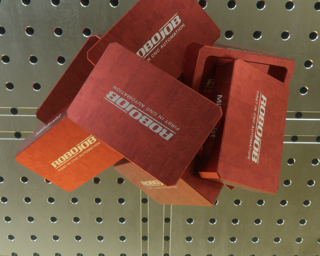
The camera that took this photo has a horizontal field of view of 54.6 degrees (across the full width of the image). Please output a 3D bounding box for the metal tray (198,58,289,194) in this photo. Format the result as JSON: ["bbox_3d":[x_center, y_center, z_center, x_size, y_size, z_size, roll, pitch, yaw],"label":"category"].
[{"bbox_3d":[0.096,0.000,0.344,0.091,0.030,0.130,19,74,-29],"label":"metal tray"}]

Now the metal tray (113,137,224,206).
[{"bbox_3d":[0.005,0.058,0.385,0.090,0.130,0.030,41,63,-15],"label":"metal tray"}]

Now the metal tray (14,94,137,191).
[{"bbox_3d":[-0.105,0.023,0.394,0.130,0.030,0.090,-33,123,23],"label":"metal tray"}]

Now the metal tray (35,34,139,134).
[{"bbox_3d":[-0.083,-0.041,0.394,0.090,0.030,0.130,37,106,-13],"label":"metal tray"}]

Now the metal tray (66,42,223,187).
[{"bbox_3d":[-0.016,-0.014,0.311,0.130,0.030,0.090,34,93,9],"label":"metal tray"}]

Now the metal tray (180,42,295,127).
[{"bbox_3d":[0.090,-0.047,0.370,0.131,0.030,0.089,2,111,-22],"label":"metal tray"}]

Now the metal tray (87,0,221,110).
[{"bbox_3d":[-0.007,-0.096,0.355,0.130,0.030,0.090,-45,107,0],"label":"metal tray"}]

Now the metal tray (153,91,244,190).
[{"bbox_3d":[0.050,0.007,0.382,0.130,0.090,0.030,43,105,-13],"label":"metal tray"}]
